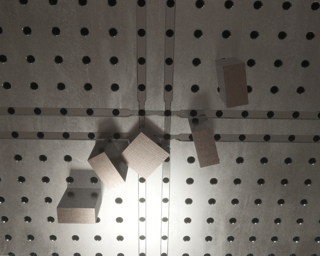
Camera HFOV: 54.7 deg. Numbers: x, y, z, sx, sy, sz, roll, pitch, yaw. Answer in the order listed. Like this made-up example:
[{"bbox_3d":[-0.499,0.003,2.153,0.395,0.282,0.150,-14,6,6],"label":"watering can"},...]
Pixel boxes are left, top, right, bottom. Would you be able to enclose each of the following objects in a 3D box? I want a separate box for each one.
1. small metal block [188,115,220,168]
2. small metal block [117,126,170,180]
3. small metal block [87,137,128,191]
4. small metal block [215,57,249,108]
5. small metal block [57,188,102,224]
[{"bbox_3d":[0.057,0.017,0.407,0.025,0.050,0.050,-14,110,5],"label":"small metal block"},{"bbox_3d":[-0.022,0.034,0.426,0.050,0.025,0.050,39,105,-14],"label":"small metal block"},{"bbox_3d":[-0.068,0.047,0.416,0.025,0.050,0.050,-28,108,10],"label":"small metal block"},{"bbox_3d":[0.088,-0.057,0.380,0.025,0.050,0.050,-10,110,3],"label":"small metal block"},{"bbox_3d":[-0.113,0.109,0.439,0.050,0.050,0.025,2,110,-1],"label":"small metal block"}]
